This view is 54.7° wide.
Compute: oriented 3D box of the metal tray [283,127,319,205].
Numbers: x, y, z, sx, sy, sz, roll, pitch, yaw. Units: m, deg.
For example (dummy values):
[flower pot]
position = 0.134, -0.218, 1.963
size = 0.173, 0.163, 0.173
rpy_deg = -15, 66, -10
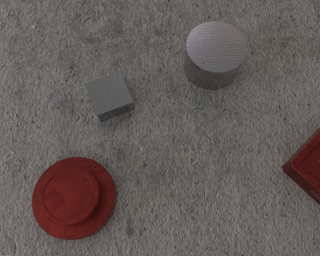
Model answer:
[metal tray]
position = 0.234, 0.064, 0.383
size = 0.090, 0.030, 0.130
rpy_deg = -41, 75, -14

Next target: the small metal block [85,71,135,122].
[small metal block]
position = -0.068, -0.043, 0.423
size = 0.050, 0.025, 0.050
rpy_deg = -21, 72, -8

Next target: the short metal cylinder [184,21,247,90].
[short metal cylinder]
position = 0.075, -0.100, 0.432
size = 0.081, 0.050, 0.080
rpy_deg = 0, 70, 0

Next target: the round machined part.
[round machined part]
position = -0.103, 0.081, 0.369
size = 0.099, 0.042, 0.098
rpy_deg = 0, 70, 0
